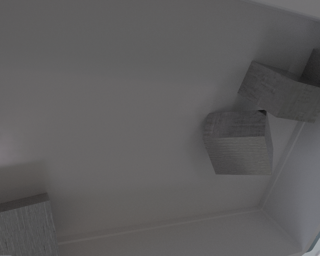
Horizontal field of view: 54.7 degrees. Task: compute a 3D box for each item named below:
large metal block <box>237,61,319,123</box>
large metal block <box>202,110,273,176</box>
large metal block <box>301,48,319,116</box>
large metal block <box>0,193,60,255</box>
[{"bbox_3d":[0.173,-0.051,0.436,0.081,0.080,0.050,6,115,-31],"label":"large metal block"},{"bbox_3d":[0.114,0.023,0.442,0.080,0.050,0.080,-3,134,26],"label":"large metal block"},{"bbox_3d":[0.253,-0.066,0.461,0.050,0.080,0.079,12,115,-7],"label":"large metal block"},{"bbox_3d":[-0.165,0.128,0.360,0.081,0.050,0.080,-10,93,-23],"label":"large metal block"}]
